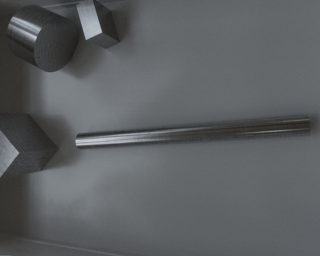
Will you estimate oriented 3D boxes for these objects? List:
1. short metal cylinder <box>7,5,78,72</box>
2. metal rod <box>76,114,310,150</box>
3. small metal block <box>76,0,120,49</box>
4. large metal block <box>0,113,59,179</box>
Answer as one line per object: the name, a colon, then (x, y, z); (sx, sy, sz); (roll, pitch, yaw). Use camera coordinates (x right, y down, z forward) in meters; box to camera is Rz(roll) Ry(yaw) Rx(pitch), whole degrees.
short metal cylinder: (-0.164, -0.126, 0.437); (0.050, 0.080, 0.080); (28, 99, 17)
metal rod: (0.027, 0.008, 0.400); (0.301, 0.025, 0.025); (-5, 89, 19)
small metal block: (-0.084, -0.142, 0.426); (0.025, 0.050, 0.050); (-19, 84, 19)
large metal block: (-0.213, 0.023, 0.454); (0.080, 0.080, 0.050); (45, 104, 14)
